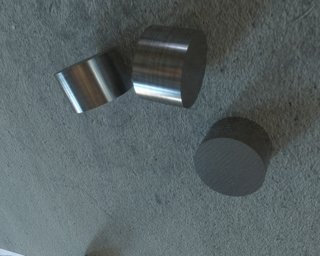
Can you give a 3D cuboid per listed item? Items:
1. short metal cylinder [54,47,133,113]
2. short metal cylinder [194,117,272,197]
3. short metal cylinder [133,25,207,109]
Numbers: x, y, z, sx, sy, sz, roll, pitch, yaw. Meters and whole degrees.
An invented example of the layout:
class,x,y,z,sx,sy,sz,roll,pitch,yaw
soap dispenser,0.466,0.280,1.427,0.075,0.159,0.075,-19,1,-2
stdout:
class,x,y,z,sx,sy,sz,roll,pitch,yaw
short metal cylinder,-0.080,-0.059,0.377,0.080,0.080,0.050,-11,113,33
short metal cylinder,0.087,0.033,0.366,0.080,0.050,0.079,13,124,21
short metal cylinder,0.013,-0.064,0.325,0.050,0.080,0.079,14,124,21
